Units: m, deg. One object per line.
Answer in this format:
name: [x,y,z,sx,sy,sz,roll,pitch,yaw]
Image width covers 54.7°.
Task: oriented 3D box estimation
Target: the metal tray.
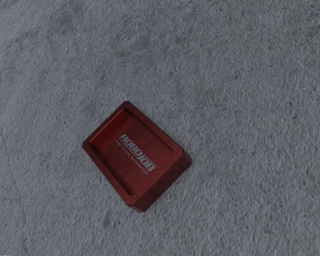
metal tray: [-0.034,0.031,0.399,0.090,0.030,0.130,-45,51,-4]
